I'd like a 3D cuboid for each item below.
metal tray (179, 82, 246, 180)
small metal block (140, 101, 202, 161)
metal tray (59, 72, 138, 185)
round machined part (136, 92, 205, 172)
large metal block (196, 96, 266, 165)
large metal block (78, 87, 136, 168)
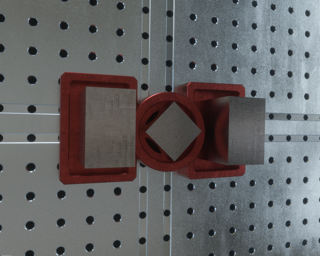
[{"bbox_3d":[0.074,0.003,0.436,0.091,0.030,0.129,0,90,-20],"label":"metal tray"},{"bbox_3d":[0.013,0.004,0.374,0.050,0.025,0.050,46,76,-14],"label":"small metal block"},{"bbox_3d":[-0.076,0.001,0.381,0.091,0.030,0.129,1,90,-20],"label":"metal tray"},{"bbox_3d":[0.004,0.005,0.396,0.099,0.042,0.097,0,90,-20],"label":"round machined part"},{"bbox_3d":[0.089,0.003,0.402,0.050,0.080,0.080,2,90,-20],"label":"large metal block"},{"bbox_3d":[-0.062,-0.001,0.346,0.050,0.080,0.080,1,90,-20],"label":"large metal block"}]
